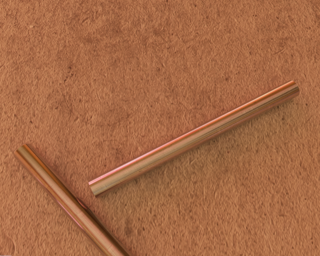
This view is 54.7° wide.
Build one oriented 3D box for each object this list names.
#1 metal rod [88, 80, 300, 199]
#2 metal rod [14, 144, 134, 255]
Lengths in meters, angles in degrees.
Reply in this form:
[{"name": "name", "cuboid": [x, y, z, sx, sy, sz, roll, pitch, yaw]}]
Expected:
[{"name": "metal rod", "cuboid": [0.051, 0.010, 0.404, 0.302, 0.025, 0.025, -26, 72, -10]}, {"name": "metal rod", "cuboid": [-0.067, 0.128, 0.360, 0.300, 0.025, 0.025, 43, 75, 13]}]
